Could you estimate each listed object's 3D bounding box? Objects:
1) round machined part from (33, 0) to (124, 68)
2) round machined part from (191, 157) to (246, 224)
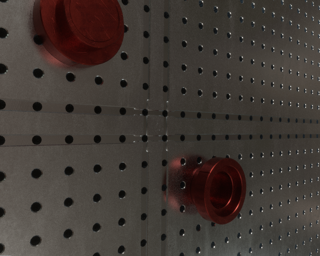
[{"bbox_3d":[-0.079,-0.117,0.333,0.099,0.042,0.097,0,90,-40],"label":"round machined part"},{"bbox_3d":[0.085,0.093,0.472,0.099,0.042,0.097,0,90,-40],"label":"round machined part"}]
